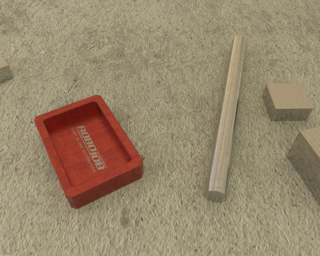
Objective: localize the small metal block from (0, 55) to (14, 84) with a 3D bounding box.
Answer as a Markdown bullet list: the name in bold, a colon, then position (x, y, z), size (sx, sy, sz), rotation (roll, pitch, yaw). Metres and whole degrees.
- **small metal block**: position (-0.262, -0.089, 0.475), size (0.050, 0.025, 0.050), rotation (-32, 57, -25)

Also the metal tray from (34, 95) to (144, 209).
- **metal tray**: position (-0.089, 0.022, 0.379), size (0.091, 0.030, 0.130), rotation (-24, 54, -19)

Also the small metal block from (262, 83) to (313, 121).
- **small metal block**: position (0.178, -0.037, 0.437), size (0.050, 0.025, 0.050), rotation (-1, 50, -1)

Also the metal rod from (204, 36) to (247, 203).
- **metal rod**: position (0.098, -0.036, 0.434), size (0.025, 0.025, 0.300), rotation (11, 51, 9)

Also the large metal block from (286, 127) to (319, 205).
- **large metal block**: position (0.210, 0.041, 0.356), size (0.081, 0.050, 0.080), rotation (-12, 51, -11)
